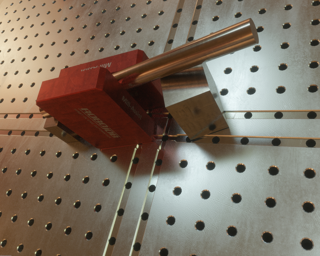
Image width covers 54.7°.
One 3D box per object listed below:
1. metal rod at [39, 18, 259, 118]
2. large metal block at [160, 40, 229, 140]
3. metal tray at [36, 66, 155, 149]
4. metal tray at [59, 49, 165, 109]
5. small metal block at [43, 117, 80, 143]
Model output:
[{"bbox_3d":[-0.037,-0.058,0.365,0.300,0.025,0.025,-14,56,31],"label":"metal rod"},{"bbox_3d":[0.040,-0.044,0.377,0.050,0.080,0.080,-20,54,16],"label":"large metal block"},{"bbox_3d":[-0.074,-0.018,0.389,0.090,0.130,0.030,-9,59,23],"label":"metal tray"},{"bbox_3d":[-0.064,-0.056,0.432,0.130,0.090,0.030,-8,59,23],"label":"metal tray"},{"bbox_3d":[-0.144,-0.012,0.472,0.025,0.050,0.050,-8,58,24],"label":"small metal block"}]
